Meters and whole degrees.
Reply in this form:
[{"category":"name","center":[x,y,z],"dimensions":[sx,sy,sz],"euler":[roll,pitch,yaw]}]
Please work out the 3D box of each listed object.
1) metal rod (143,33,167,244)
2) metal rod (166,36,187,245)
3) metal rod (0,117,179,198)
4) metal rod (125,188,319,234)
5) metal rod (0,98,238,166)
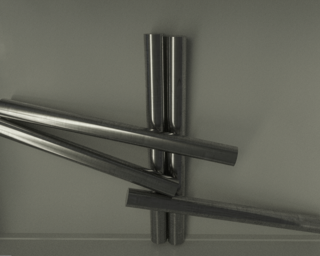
[{"category":"metal rod","center":[-0.004,0.028,0.418],"dimensions":[0.025,0.025,0.298],"euler":[-1,110,0]},{"category":"metal rod","center":[0.022,0.030,0.420],"dimensions":[0.025,0.025,0.298],"euler":[-1,110,0]},{"category":"metal rod","center":[-0.120,0.029,0.405],"dimensions":[0.302,0.025,0.025],"euler":[20,109,-2]},{"category":"metal rod","center":[0.102,0.119,0.437],"dimensions":[0.302,0.025,0.025],"euler":[11,110,-11]},{"category":"metal rod","center":[-0.054,0.005,0.390],"dimensions":[0.302,0.025,0.025],"euler":[12,110,3]}]
